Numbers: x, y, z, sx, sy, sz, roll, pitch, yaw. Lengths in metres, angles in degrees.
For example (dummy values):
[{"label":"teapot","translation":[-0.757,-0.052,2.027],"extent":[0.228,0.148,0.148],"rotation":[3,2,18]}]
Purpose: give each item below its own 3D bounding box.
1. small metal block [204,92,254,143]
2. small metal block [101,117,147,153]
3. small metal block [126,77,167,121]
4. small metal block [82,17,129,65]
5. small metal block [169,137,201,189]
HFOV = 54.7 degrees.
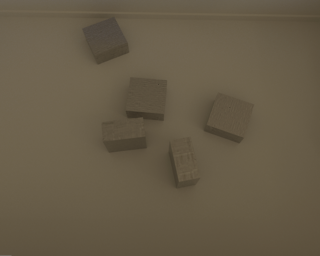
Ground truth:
[{"label":"small metal block","translation":[0.092,-0.014,0.416],"extent":[0.050,0.025,0.050],"rotation":[20,71,6]},{"label":"small metal block","translation":[-0.044,0.010,0.392],"extent":[0.050,0.050,0.025],"rotation":[-7,71,-3]},{"label":"small metal block","translation":[-0.018,-0.040,0.424],"extent":[0.050,0.025,0.050],"rotation":[5,70,1]},{"label":"small metal block","translation":[-0.079,-0.128,0.456],"extent":[0.050,0.025,0.050],"rotation":[-24,72,-9]},{"label":"small metal block","translation":[0.029,0.044,0.381],"extent":[0.025,0.050,0.050],"rotation":[-11,71,-4]}]
